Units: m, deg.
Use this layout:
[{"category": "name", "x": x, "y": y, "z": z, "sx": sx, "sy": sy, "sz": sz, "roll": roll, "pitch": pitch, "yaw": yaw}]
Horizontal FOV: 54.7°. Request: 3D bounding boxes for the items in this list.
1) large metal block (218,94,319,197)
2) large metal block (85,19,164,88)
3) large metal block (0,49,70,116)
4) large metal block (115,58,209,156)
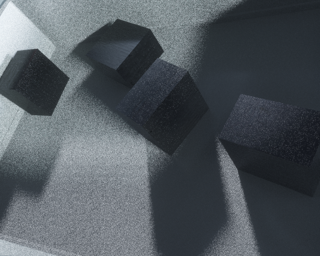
[{"category": "large metal block", "x": 0.113, "y": 0.017, "z": 0.300, "sx": 0.080, "sy": 0.080, "sz": 0.050, "roll": 19, "pitch": 72, "yaw": 35}, {"category": "large metal block", "x": -0.055, "y": -0.118, "z": 0.489, "sx": 0.080, "sy": 0.050, "sz": 0.080, "roll": 30, "pitch": 78, "yaw": 37}, {"category": "large metal block", "x": -0.213, "y": -0.075, "z": 0.526, "sx": 0.050, "sy": 0.080, "sz": 0.080, "roll": 3, "pitch": 63, "yaw": 29}, {"category": "large metal block", "x": 0.006, "y": -0.024, "z": 0.381, "sx": 0.050, "sy": 0.080, "sz": 0.080, "roll": 33, "pitch": 80, "yaw": 38}]
